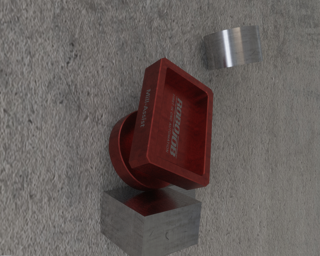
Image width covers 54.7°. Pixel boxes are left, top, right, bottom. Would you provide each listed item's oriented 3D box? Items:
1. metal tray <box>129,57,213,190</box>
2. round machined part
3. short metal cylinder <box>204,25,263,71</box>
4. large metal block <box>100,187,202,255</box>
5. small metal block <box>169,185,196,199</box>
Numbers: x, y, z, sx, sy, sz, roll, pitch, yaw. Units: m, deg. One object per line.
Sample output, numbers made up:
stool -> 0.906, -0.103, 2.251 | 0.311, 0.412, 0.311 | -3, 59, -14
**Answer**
metal tray -> 0.018, -0.005, 0.354 | 0.090, 0.030, 0.130 | 28, 56, -33
round machined part -> -0.008, 0.023, 0.370 | 0.099, 0.042, 0.098 | 18, 61, -37
short metal cylinder -> 0.108, -0.117, 0.459 | 0.081, 0.080, 0.050 | -17, 101, -39
large metal block -> -0.011, 0.103, 0.356 | 0.081, 0.080, 0.050 | -1, 99, -40
small metal block -> 0.022, 0.099, 0.423 | 0.050, 0.025, 0.050 | -5, 93, -40
